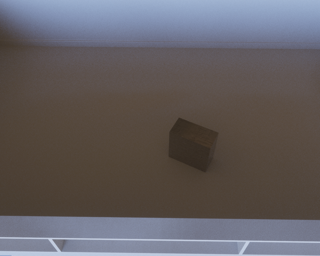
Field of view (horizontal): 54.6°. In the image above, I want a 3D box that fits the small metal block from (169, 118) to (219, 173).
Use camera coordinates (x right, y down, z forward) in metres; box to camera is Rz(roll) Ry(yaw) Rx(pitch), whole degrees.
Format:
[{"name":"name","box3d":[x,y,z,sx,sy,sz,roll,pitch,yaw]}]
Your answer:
[{"name":"small metal block","box3d":[0.039,0.021,0.372,0.050,0.050,0.025,22,54,17]}]
